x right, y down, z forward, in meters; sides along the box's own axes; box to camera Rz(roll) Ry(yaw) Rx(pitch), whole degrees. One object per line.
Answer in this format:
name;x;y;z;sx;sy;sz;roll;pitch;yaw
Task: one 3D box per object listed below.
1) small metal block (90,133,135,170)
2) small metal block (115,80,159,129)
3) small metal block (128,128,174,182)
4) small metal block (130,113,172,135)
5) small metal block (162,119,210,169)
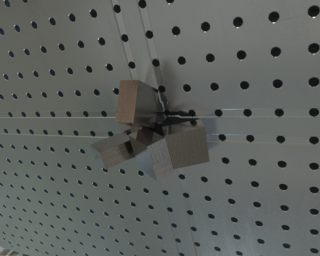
small metal block;-0.064;0.031;0.435;0.050;0.050;0.025;19;129;61
small metal block;-0.027;-0.028;0.379;0.025;0.050;0.050;3;84;27
small metal block;-0.011;0.032;0.390;0.050;0.025;0.050;26;137;55
small metal block;-0.009;0.008;0.422;0.050;0.025;0.050;3;120;27
small metal block;0.033;0.021;0.393;0.050;0.025;0.050;-12;116;-1
